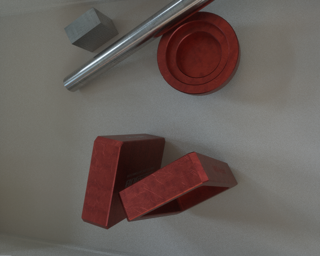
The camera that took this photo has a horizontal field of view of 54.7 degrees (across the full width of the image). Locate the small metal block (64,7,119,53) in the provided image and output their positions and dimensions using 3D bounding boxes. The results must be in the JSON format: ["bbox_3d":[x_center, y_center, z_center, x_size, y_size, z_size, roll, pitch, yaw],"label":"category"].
[{"bbox_3d":[-0.094,-0.134,0.429,0.050,0.050,0.025,-29,81,17],"label":"small metal block"}]

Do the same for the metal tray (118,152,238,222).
[{"bbox_3d":[0.027,0.067,0.343,0.090,0.130,0.030,-31,67,17],"label":"metal tray"}]

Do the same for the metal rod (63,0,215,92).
[{"bbox_3d":[-0.016,-0.117,0.377,0.300,0.025,0.025,-24,82,32],"label":"metal rod"}]

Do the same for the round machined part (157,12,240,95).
[{"bbox_3d":[0.049,-0.088,0.384,0.098,0.042,0.097,0,90,19],"label":"round machined part"}]

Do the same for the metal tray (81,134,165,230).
[{"bbox_3d":[-0.036,0.054,0.366,0.030,0.130,0.089,12,94,20],"label":"metal tray"}]
